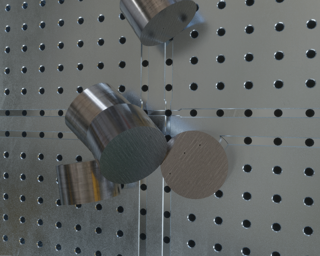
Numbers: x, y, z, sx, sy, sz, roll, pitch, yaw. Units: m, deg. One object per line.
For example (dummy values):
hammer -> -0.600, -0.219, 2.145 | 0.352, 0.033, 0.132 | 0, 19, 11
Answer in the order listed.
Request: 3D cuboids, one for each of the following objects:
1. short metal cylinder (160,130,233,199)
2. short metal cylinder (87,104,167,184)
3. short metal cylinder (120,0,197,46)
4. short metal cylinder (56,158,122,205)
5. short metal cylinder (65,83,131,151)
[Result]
short metal cylinder -> 0.047, 0.043, 0.382 | 0.080, 0.050, 0.079 | 0, 90, 19
short metal cylinder -> -0.039, 0.018, 0.361 | 0.080, 0.080, 0.050 | -53, 42, 12
short metal cylinder -> -0.002, -0.147, 0.383 | 0.080, 0.080, 0.050 | -34, 79, 16
short metal cylinder -> -0.095, 0.069, 0.415 | 0.080, 0.080, 0.050 | -9, 87, 19
short metal cylinder -> -0.075, -0.013, 0.407 | 0.050, 0.080, 0.080 | 43, 103, 18
